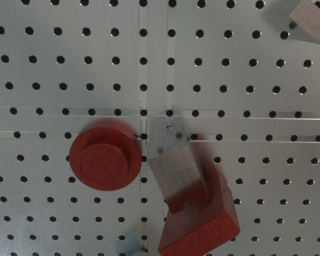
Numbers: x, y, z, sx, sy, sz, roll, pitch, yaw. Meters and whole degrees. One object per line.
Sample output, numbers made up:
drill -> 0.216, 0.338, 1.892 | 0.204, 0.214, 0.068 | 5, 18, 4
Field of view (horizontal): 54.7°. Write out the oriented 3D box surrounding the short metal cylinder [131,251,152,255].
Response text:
short metal cylinder -> -0.031, 0.237, 0.471 | 0.080, 0.080, 0.050 | 43, 105, -14

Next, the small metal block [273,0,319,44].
small metal block -> 0.165, -0.124, 0.356 | 0.050, 0.050, 0.025 | 35, 107, -12

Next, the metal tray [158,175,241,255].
metal tray -> 0.050, 0.114, 0.398 | 0.090, 0.130, 0.030 | -35, 93, 12

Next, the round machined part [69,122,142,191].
round machined part -> -0.074, 0.044, 0.420 | 0.099, 0.042, 0.097 | 0, 110, 0

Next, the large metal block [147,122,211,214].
large metal block -> 0.023, 0.049, 0.402 | 0.050, 0.080, 0.080 | -20, 109, 7
